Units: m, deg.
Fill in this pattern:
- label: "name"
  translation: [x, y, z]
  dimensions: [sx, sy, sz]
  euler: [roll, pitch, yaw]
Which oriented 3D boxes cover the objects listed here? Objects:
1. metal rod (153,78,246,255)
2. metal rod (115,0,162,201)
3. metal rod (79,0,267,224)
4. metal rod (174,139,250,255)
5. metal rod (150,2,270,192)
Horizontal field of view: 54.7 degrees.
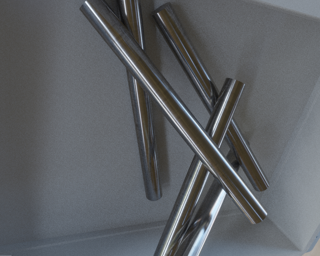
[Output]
- label: "metal rod"
  translation: [0.035, 0.083, 0.374]
  dimensions: [0.025, 0.025, 0.299]
  euler: [21, 92, -36]
- label: "metal rod"
  translation: [-0.021, -0.023, 0.382]
  dimensions: [0.025, 0.025, 0.298]
  euler: [-18, 126, -18]
- label: "metal rod"
  translation: [0.024, -0.009, 0.333]
  dimensions: [0.025, 0.025, 0.300]
  euler: [-40, 103, -2]
- label: "metal rod"
  translation: [0.062, 0.106, 0.395]
  dimensions: [0.301, 0.025, 0.025]
  euler: [-49, 142, -44]
- label: "metal rod"
  translation: [0.077, -0.020, 0.401]
  dimensions: [0.025, 0.025, 0.300]
  euler: [-38, 118, -3]
